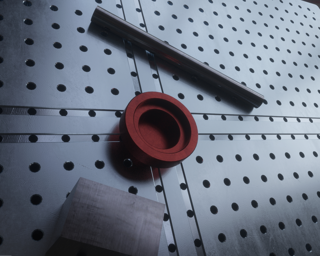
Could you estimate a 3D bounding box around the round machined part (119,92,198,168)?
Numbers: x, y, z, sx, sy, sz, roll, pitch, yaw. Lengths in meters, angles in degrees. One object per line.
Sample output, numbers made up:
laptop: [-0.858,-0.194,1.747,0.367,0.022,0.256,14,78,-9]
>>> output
round machined part: [-0.005,0.006,0.391,0.099,0.042,0.098,14,56,-21]

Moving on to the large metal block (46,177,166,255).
large metal block: [-0.052,0.094,0.288,0.080,0.080,0.050,22,54,-15]

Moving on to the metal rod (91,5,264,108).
metal rod: [0.036,-0.107,0.492,0.301,0.025,0.025,25,53,-13]
